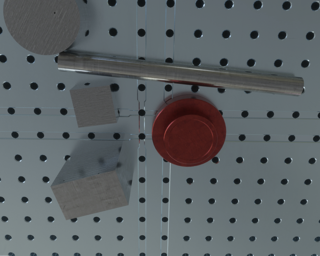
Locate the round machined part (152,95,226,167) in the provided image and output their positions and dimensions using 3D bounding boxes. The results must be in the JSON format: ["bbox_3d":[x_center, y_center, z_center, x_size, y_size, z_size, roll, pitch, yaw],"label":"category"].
[{"bbox_3d":[0.039,0.009,0.408,0.099,0.042,0.097,0,110,-1],"label":"round machined part"}]

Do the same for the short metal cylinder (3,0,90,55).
[{"bbox_3d":[-0.125,-0.126,0.352,0.081,0.050,0.079,0,110,-1],"label":"short metal cylinder"}]

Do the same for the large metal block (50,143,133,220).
[{"bbox_3d":[-0.084,0.067,0.408,0.080,0.080,0.050,-15,110,5],"label":"large metal block"}]

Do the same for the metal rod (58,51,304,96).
[{"bbox_3d":[0.028,-0.067,0.388,0.302,0.025,0.025,6,110,-3],"label":"metal rod"}]

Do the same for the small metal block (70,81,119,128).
[{"bbox_3d":[-0.083,-0.031,0.401,0.050,0.025,0.050,-7,110,2],"label":"small metal block"}]
